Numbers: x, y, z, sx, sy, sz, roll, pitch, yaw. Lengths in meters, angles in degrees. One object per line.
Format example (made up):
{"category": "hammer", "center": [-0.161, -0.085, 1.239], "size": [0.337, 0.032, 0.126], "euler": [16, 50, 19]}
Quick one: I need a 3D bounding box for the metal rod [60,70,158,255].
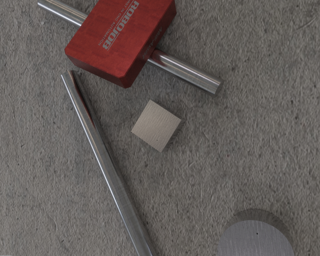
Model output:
{"category": "metal rod", "center": [-0.071, 0.055, 0.433], "size": [0.025, 0.025, 0.299], "euler": [-28, 81, 18]}

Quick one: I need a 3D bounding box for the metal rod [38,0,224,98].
{"category": "metal rod", "center": [-0.051, -0.120, 0.426], "size": [0.300, 0.025, 0.025], "euler": [30, 100, 17]}

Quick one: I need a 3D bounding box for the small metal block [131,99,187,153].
{"category": "small metal block", "center": [-0.002, -0.003, 0.409], "size": [0.050, 0.025, 0.050], "euler": [34, 101, 16]}

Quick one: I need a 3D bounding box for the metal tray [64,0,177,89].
{"category": "metal tray", "center": [-0.048, -0.125, 0.398], "size": [0.090, 0.030, 0.130], "euler": [26, 77, 16]}

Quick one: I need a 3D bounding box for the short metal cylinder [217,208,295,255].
{"category": "short metal cylinder", "center": [0.110, 0.139, 0.357], "size": [0.080, 0.050, 0.079], "euler": [0, 90, 20]}
